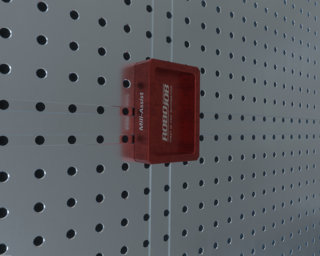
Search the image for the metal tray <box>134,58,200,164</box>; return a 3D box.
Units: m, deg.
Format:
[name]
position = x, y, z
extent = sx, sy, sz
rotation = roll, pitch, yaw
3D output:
[metal tray]
position = 0.012, -0.020, 0.414
extent = 0.091, 0.030, 0.129
rotation = 1, 90, -40
